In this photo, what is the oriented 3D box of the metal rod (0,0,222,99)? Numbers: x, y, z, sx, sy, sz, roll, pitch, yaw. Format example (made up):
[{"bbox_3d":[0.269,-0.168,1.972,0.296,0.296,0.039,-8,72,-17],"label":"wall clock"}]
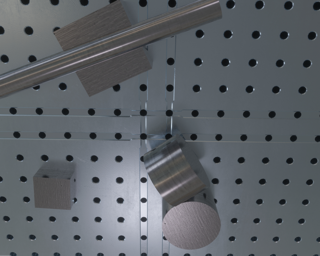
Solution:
[{"bbox_3d":[-0.083,-0.076,0.331,0.301,0.025,0.025,-18,109,6],"label":"metal rod"}]

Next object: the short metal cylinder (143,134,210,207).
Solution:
[{"bbox_3d":[0.022,0.054,0.404,0.050,0.080,0.080,-33,107,11],"label":"short metal cylinder"}]

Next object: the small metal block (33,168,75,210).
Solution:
[{"bbox_3d":[-0.151,0.088,0.444,0.050,0.025,0.050,4,110,-2],"label":"small metal block"}]

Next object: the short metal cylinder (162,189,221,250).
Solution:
[{"bbox_3d":[0.043,0.126,0.447,0.081,0.050,0.079,0,110,0],"label":"short metal cylinder"}]

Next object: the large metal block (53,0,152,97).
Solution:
[{"bbox_3d":[-0.062,-0.094,0.365,0.080,0.050,0.080,-23,109,8],"label":"large metal block"}]
